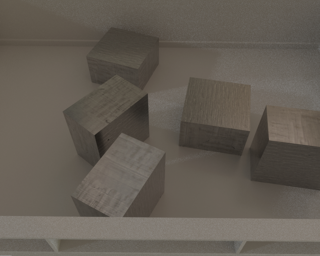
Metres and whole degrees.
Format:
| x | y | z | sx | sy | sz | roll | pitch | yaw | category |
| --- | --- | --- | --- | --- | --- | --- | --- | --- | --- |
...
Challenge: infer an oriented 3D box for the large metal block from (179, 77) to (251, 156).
| x | y | z | sx | sy | sz | roll | pitch | yaw | category |
| --- | --- | --- | --- | --- | --- | --- | --- | --- | --- |
| 0.072 | -0.016 | 0.404 | 0.080 | 0.050 | 0.080 | 9 | 51 | 7 | large metal block |

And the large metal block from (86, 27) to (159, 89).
| x | y | z | sx | sy | sz | roll | pitch | yaw | category |
| --- | --- | --- | --- | --- | --- | --- | --- | --- | --- |
| -0.054 | -0.104 | 0.476 | 0.080 | 0.050 | 0.080 | 16 | 52 | 13 | large metal block |

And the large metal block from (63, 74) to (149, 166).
| x | y | z | sx | sy | sz | roll | pitch | yaw | category |
| --- | --- | --- | --- | --- | --- | --- | --- | --- | --- |
| -0.059 | -0.003 | 0.371 | 0.050 | 0.080 | 0.080 | 33 | 57 | 24 | large metal block |

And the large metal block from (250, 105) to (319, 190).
| x | y | z | sx | sy | sz | roll | pitch | yaw | category |
| --- | --- | --- | --- | --- | --- | --- | --- | --- | --- |
| 0.152 | 0.024 | 0.351 | 0.080 | 0.080 | 0.050 | 7 | 51 | 6 | large metal block |

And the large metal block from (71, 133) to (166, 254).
| x | y | z | sx | sy | sz | roll | pitch | yaw | category |
| --- | --- | --- | --- | --- | --- | --- | --- | --- | --- |
| -0.036 | 0.066 | 0.313 | 0.050 | 0.080 | 0.080 | 23 | 54 | 18 | large metal block |
